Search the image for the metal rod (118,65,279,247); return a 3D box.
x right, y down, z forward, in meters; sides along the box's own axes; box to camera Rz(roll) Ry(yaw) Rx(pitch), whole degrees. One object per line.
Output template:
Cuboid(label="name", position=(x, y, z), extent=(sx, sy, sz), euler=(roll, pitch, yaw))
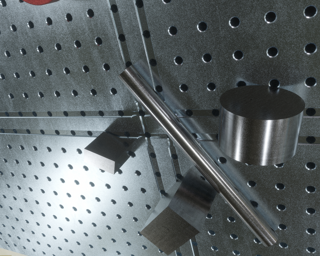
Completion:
Cuboid(label="metal rod", position=(0.054, 0.041, 0.406), extent=(0.300, 0.025, 0.025), euler=(49, 128, -7))

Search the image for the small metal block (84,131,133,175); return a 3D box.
Cuboid(label="small metal block", position=(-0.075, 0.036, 0.455), extent=(0.050, 0.050, 0.025), euler=(20, 126, 16))

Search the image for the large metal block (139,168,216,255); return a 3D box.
Cuboid(label="large metal block", position=(0.027, 0.116, 0.432), extent=(0.050, 0.080, 0.080), euler=(39, 129, 2))

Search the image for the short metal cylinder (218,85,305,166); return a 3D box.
Cuboid(label="short metal cylinder", position=(0.101, -0.006, 0.318), extent=(0.080, 0.080, 0.050), euler=(10, 123, 22))

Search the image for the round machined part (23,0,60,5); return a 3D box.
Cuboid(label="round machined part", position=(-0.136, -0.194, 0.350), extent=(0.098, 0.042, 0.097), euler=(13, 124, 20))
